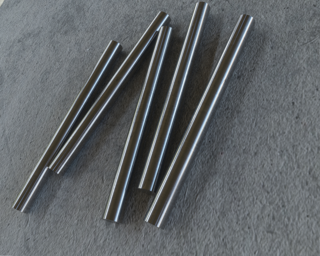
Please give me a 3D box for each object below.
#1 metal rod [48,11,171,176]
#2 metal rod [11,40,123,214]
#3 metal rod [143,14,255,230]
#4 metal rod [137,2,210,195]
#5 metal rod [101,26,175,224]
[{"bbox_3d":[-0.071,-0.060,0.478,0.025,0.025,0.300,23,74,36],"label":"metal rod"},{"bbox_3d":[-0.136,-0.013,0.483,0.025,0.025,0.300,13,68,33],"label":"metal rod"},{"bbox_3d":[0.057,-0.021,0.386,0.025,0.025,0.300,14,69,34],"label":"metal rod"},{"bbox_3d":[0.026,-0.056,0.424,0.025,0.025,0.300,3,63,30],"label":"metal rod"},{"bbox_3d":[-0.023,-0.021,0.428,0.025,0.025,0.300,0,62,28],"label":"metal rod"}]
